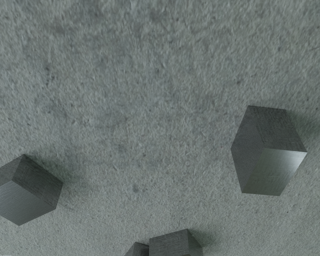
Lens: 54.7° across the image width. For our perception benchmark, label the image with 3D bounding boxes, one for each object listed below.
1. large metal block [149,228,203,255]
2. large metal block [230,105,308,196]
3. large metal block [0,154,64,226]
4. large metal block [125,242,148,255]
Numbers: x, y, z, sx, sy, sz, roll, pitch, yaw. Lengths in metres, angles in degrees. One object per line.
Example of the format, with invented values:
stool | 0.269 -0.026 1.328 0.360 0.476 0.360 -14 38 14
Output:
large metal block | 0.033 0.247 0.602 0.080 0.050 0.080 -21 128 16
large metal block | 0.134 0.029 0.398 0.050 0.080 0.079 6 130 -6
large metal block | -0.210 0.096 0.469 0.080 0.050 0.080 -27 125 21
large metal block | -0.048 0.288 0.613 0.050 0.080 0.079 23 127 -11
